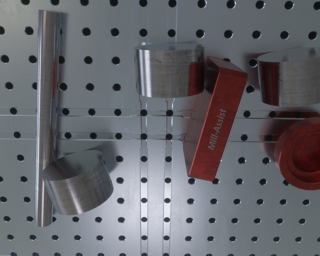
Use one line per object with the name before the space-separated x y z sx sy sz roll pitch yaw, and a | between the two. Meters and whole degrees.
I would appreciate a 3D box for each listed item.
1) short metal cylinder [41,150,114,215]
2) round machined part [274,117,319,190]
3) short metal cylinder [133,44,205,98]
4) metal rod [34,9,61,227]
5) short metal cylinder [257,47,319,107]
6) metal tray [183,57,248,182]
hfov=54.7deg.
short metal cylinder | -0.107 0.069 0.409 0.080 0.080 0.050 -12 110 4
round machined part | 0.202 0.031 0.417 0.099 0.042 0.097 0 110 0
short metal cylinder | 0.011 -0.069 0.359 0.080 0.080 0.050 -2 110 0
metal rod | -0.151 0.002 0.412 0.025 0.025 0.298 8 110 -3
short metal cylinder | 0.157 -0.062 0.363 0.080 0.080 0.050 -9 110 3
metal tray | 0.061 -0.014 0.374 0.030 0.090 0.129 12 110 -5
